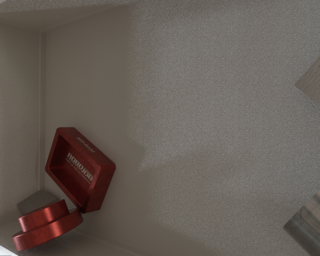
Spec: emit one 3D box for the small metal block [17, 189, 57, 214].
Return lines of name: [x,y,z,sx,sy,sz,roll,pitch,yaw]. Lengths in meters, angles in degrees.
small metal block: [-0.222,0.144,0.566,0.050,0.050,0.025,16,126,38]

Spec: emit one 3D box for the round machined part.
round machined part: [-0.168,0.138,0.458,0.098,0.099,0.042,-24,86,37]

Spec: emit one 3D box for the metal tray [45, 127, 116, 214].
metal tray: [-0.136,0.066,0.512,0.130,0.030,0.089,34,111,34]

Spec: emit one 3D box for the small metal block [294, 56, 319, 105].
small metal block: [0.160,-0.042,0.275,0.050,0.025,0.050,49,119,28]

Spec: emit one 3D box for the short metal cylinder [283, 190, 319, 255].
short metal cylinder: [0.148,0.073,0.249,0.050,0.081,0.080,47,118,29]
